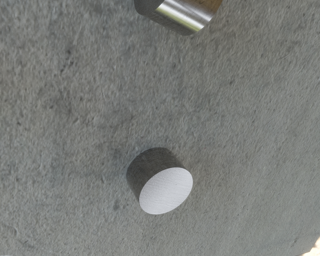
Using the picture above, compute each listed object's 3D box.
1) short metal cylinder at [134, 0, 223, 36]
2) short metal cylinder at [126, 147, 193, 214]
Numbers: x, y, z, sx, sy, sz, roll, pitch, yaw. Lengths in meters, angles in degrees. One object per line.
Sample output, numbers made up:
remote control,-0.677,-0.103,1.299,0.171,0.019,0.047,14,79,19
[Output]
short metal cylinder,0.018,-0.137,0.298,0.050,0.080,0.080,16,110,-35
short metal cylinder,-0.001,0.074,0.438,0.081,0.050,0.079,-14,125,-21
